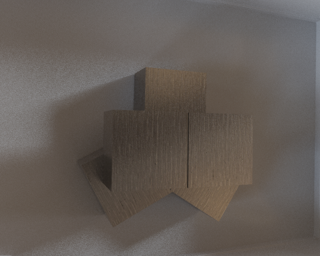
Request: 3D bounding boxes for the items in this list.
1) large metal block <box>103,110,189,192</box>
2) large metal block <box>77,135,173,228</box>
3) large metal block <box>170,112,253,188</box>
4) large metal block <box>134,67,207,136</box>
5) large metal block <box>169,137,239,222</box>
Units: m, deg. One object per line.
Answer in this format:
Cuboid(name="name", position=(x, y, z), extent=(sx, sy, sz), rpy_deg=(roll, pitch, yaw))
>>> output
Cuboid(name="large metal block", position=(-0.017, 0.022, 0.336), extent=(0.081, 0.050, 0.080), rpy_deg=(1, 90, -20))
Cuboid(name="large metal block", position=(-0.044, 0.059, 0.379), extent=(0.081, 0.050, 0.080), rpy_deg=(-28, 99, -18))
Cuboid(name="large metal block", position=(0.059, 0.024, 0.363), extent=(0.081, 0.050, 0.080), rpy_deg=(1, 90, -20))
Cuboid(name="large metal block", position=(0.012, -0.031, 0.400), extent=(0.081, 0.050, 0.080), rpy_deg=(2, 90, -20))
Cuboid(name="large metal block", position=(0.057, 0.064, 0.415), extent=(0.080, 0.050, 0.080), rpy_deg=(36, 79, -16))
